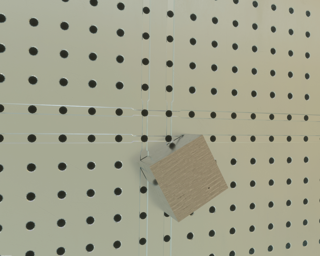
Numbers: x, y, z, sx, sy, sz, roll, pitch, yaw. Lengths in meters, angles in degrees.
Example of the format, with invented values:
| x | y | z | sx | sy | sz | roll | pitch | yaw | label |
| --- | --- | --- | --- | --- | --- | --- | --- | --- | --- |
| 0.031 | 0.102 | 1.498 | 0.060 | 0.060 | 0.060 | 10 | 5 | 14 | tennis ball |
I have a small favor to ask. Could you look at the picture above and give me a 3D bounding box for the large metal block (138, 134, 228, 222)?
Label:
| x | y | z | sx | sy | sz | roll | pitch | yaw | label |
| --- | --- | --- | --- | --- | --- | --- | --- | --- | --- |
| 0.030 | 0.062 | 0.410 | 0.080 | 0.050 | 0.080 | -30 | 100 | -18 | large metal block |
